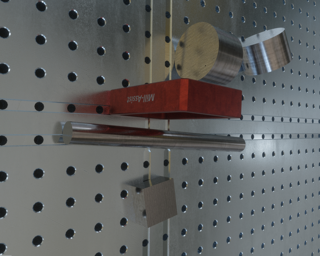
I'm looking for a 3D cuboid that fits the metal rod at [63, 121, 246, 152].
[{"bbox_3d":[0.018,0.016,0.423,0.302,0.025,0.025,6,87,-40],"label":"metal rod"}]

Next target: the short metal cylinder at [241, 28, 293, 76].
[{"bbox_3d":[0.173,-0.128,0.519,0.080,0.080,0.050,-38,113,-34],"label":"short metal cylinder"}]

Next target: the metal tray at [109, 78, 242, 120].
[{"bbox_3d":[0.014,-0.028,0.352,0.091,0.130,0.030,4,88,-40],"label":"metal tray"}]

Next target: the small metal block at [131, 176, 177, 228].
[{"bbox_3d":[-0.007,0.095,0.404,0.050,0.025,0.050,-11,97,-39],"label":"small metal block"}]

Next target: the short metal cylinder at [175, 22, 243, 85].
[{"bbox_3d":[0.066,-0.099,0.429,0.050,0.080,0.080,6,86,-40],"label":"short metal cylinder"}]
